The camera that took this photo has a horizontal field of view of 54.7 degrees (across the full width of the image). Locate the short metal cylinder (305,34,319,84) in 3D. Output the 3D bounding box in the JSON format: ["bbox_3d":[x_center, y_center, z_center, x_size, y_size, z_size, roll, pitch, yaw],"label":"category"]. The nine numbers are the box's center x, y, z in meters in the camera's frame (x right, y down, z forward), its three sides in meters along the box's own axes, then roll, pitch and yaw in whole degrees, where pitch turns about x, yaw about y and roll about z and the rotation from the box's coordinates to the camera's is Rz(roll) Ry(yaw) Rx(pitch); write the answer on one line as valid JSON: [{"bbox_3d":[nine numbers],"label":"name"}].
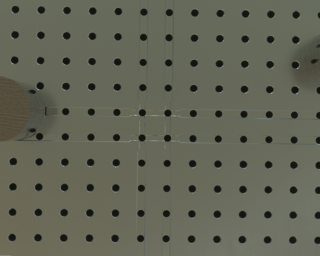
[{"bbox_3d":[0.242,-0.095,0.404,0.081,0.050,0.079,0,90,-1],"label":"short metal cylinder"}]

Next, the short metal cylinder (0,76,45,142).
[{"bbox_3d":[-0.197,-0.023,0.398,0.081,0.050,0.079,0,90,-1],"label":"short metal cylinder"}]
